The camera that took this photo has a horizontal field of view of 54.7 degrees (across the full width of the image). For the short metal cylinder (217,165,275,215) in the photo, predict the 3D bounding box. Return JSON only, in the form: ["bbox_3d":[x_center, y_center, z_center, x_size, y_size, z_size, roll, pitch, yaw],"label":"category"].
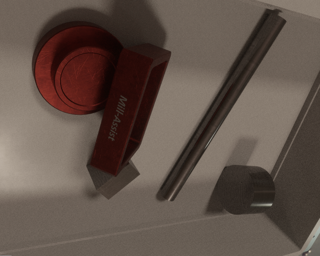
[{"bbox_3d":[0.143,0.103,0.517,0.050,0.080,0.079,8,115,-32],"label":"short metal cylinder"}]

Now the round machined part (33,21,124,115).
[{"bbox_3d":[-0.078,-0.056,0.321,0.099,0.042,0.097,-14,124,-21],"label":"round machined part"}]

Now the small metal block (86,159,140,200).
[{"bbox_3d":[-0.060,0.053,0.394,0.050,0.050,0.025,-39,130,-2],"label":"small metal block"}]

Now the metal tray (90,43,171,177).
[{"bbox_3d":[-0.030,-0.023,0.338,0.030,0.090,0.129,22,112,6],"label":"metal tray"}]

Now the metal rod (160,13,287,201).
[{"bbox_3d":[0.083,-0.019,0.443,0.025,0.025,0.298,19,108,-36],"label":"metal rod"}]
